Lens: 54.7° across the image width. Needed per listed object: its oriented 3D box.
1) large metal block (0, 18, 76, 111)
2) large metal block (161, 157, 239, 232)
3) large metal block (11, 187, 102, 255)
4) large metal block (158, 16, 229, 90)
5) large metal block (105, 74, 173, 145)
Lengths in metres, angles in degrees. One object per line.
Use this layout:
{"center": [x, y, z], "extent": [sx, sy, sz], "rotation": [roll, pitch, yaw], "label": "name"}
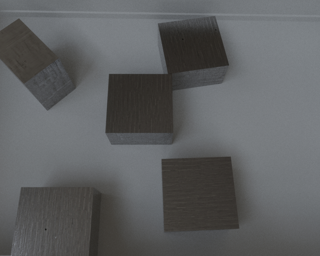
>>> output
{"center": [-0.166, -0.080, 0.408], "extent": [0.050, 0.080, 0.080], "rotation": [-42, 76, -14], "label": "large metal block"}
{"center": [0.043, 0.080, 0.368], "extent": [0.081, 0.050, 0.080], "rotation": [-2, 70, -1], "label": "large metal block"}
{"center": [-0.114, 0.112, 0.354], "extent": [0.081, 0.050, 0.080], "rotation": [0, 70, -1], "label": "large metal block"}
{"center": [0.043, -0.104, 0.435], "extent": [0.081, 0.050, 0.080], "rotation": [-9, 70, -4], "label": "large metal block"}
{"center": [-0.025, -0.023, 0.405], "extent": [0.081, 0.050, 0.080], "rotation": [0, 70, -1], "label": "large metal block"}
